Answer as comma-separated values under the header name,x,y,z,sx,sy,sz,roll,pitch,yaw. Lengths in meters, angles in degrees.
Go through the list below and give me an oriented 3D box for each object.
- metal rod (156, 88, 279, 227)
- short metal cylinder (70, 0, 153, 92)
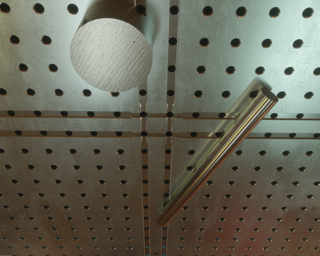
name,x,y,z,sx,sy,sz,roll,pitch,yaw
metal rod,0.069,0.062,0.464,0.025,0.025,0.298,20,127,-17
short metal cylinder,-0.048,-0.084,0.323,0.081,0.050,0.079,0,130,0
